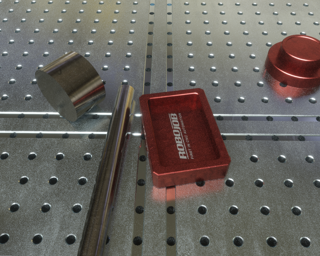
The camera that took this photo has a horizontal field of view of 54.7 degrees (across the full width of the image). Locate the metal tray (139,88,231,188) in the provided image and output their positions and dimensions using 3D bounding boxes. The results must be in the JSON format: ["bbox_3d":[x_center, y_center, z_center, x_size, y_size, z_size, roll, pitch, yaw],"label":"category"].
[{"bbox_3d":[0.027,0.007,0.398,0.091,0.030,0.130,-7,50,-7],"label":"metal tray"}]

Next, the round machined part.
[{"bbox_3d":[0.222,-0.112,0.492,0.099,0.042,0.098,0,50,0],"label":"round machined part"}]

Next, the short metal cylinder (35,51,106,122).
[{"bbox_3d":[-0.120,-0.055,0.418,0.080,0.080,0.050,33,57,24],"label":"short metal cylinder"}]

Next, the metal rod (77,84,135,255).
[{"bbox_3d":[-0.061,0.060,0.356,0.025,0.025,0.300,4,50,3],"label":"metal rod"}]
